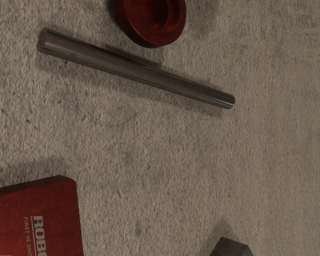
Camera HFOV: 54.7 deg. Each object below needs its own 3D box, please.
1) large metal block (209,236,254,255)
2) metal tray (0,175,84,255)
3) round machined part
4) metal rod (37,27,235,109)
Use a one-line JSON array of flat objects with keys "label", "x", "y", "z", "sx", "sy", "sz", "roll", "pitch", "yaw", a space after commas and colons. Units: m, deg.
[{"label": "large metal block", "x": 0.112, "y": 0.234, "z": 0.486, "sx": 0.080, "sy": 0.050, "sz": 0.080, "roll": -46, "pitch": 118, "yaw": -30}, {"label": "metal tray", "x": -0.124, "y": 0.119, "z": 0.299, "sx": 0.091, "sy": 0.030, "sz": 0.129, "roll": -8, "pitch": 95, "yaw": -40}, {"label": "round machined part", "x": -0.017, "y": -0.147, "z": 0.381, "sx": 0.099, "sy": 0.042, "sz": 0.097, "roll": 0, "pitch": 90, "yaw": -40}, {"label": "metal rod", "x": -0.003, "y": -0.065, "z": 0.403, "sx": 0.302, "sy": 0.025, "sz": 0.025, "roll": 11, "pitch": 83, "yaw": -40}]
